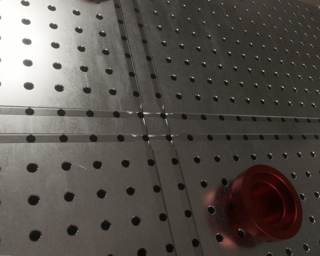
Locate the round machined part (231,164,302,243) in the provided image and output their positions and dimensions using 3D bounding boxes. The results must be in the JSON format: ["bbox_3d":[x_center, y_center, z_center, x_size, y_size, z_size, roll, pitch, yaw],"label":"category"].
[{"bbox_3d":[0.135,0.101,0.411,0.099,0.042,0.098,14,56,-21],"label":"round machined part"}]
